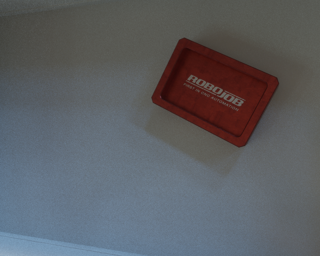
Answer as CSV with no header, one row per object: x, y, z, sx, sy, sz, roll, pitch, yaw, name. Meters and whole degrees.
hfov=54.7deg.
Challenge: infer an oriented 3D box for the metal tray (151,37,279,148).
0.066,-0.044,0.384,0.130,0.030,0.090,29,99,17,metal tray
